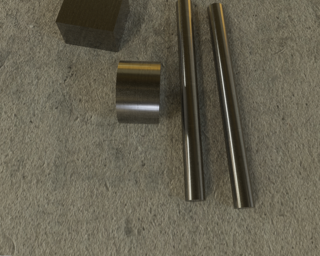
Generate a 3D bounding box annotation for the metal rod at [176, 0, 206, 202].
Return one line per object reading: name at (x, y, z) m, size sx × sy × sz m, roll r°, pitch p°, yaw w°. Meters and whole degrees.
metal rod at (0.040, -0.052, 0.427) m, size 0.025 × 0.025 × 0.299 m, roll -1°, pitch 70°, yaw -1°

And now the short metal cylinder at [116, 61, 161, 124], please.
short metal cylinder at (-0.025, -0.045, 0.395) m, size 0.050 × 0.080 × 0.080 m, roll 2°, pitch 70°, yaw 0°

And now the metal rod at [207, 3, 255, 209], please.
metal rod at (0.094, -0.043, 0.425) m, size 0.025 × 0.025 × 0.299 m, roll -3°, pitch 70°, yaw -2°

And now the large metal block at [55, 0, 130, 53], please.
large metal block at (-0.095, -0.165, 0.454) m, size 0.080 × 0.050 × 0.080 m, roll 10°, pitch 70°, yaw 3°
